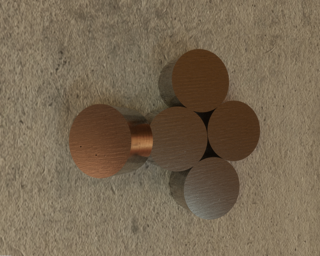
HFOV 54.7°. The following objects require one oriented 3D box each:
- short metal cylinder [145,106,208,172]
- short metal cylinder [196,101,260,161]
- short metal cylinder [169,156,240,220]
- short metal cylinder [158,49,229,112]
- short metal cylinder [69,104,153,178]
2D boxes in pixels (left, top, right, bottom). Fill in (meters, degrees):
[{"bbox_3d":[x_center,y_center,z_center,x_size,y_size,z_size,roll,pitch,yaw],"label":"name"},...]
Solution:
[{"bbox_3d":[0.014,0.013,0.402,0.081,0.050,0.080,0,90,-20],"label":"short metal cylinder"},{"bbox_3d":[0.090,0.004,0.430,0.081,0.050,0.080,0,90,-20],"label":"short metal cylinder"},{"bbox_3d":[0.059,0.077,0.419,0.081,0.050,0.080,0,90,-20],"label":"short metal cylinder"},{"bbox_3d":[0.044,-0.060,0.413,0.081,0.050,0.080,0,90,-20],"label":"short metal cylinder"},{"bbox_3d":[-0.055,0.014,0.355,0.080,0.050,0.080,-1,89,24],"label":"short metal cylinder"}]
